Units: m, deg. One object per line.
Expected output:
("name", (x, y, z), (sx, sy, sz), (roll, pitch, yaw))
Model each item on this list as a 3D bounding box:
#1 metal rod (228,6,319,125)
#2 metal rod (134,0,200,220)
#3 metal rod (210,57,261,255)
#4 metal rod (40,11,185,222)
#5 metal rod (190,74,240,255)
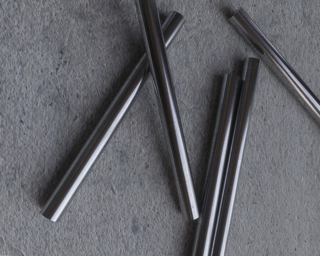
("metal rod", (0.214, -0.068, 0.487), (0.300, 0.025, 0.025), (43, 77, -15))
("metal rod", (0.011, -0.022, 0.394), (0.025, 0.025, 0.298), (-17, 103, -19))
("metal rod", (0.107, 0.046, 0.448), (0.025, 0.025, 0.298), (13, 86, -20))
("metal rod", (-0.053, -0.023, 0.389), (0.025, 0.025, 0.300), (34, 79, -17))
("metal rod", (0.075, 0.072, 0.436), (0.025, 0.025, 0.298), (12, 86, -20))
